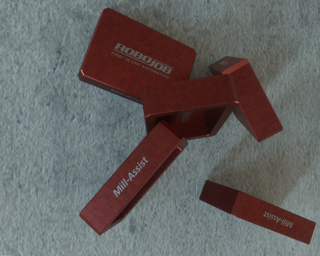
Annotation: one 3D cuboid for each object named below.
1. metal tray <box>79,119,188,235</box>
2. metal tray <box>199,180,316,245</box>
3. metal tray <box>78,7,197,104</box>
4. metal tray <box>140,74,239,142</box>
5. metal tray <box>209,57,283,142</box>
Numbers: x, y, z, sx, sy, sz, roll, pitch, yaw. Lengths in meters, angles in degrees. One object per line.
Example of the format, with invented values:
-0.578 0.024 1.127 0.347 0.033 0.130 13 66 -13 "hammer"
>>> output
-0.023 0.054 0.351 0.030 0.090 0.130 41 89 11 "metal tray"
0.131 0.113 0.424 0.131 0.090 0.030 25 82 -19 "metal tray"
-0.026 -0.081 0.394 0.131 0.030 0.090 21 79 -19 "metal tray"
0.028 -0.014 0.352 0.091 0.130 0.030 -9 74 -3 "metal tray"
0.102 -0.043 0.392 0.030 0.130 0.090 -30 101 9 "metal tray"
